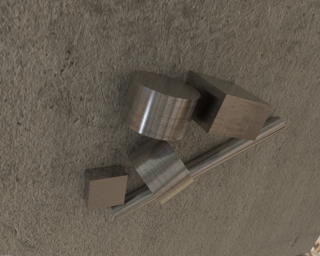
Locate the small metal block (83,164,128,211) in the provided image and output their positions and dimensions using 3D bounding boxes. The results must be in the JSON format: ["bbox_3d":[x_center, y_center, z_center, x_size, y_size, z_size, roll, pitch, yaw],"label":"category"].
[{"bbox_3d":[-0.074,0.080,0.417,0.050,0.025,0.050,-5,121,-27],"label":"small metal block"}]

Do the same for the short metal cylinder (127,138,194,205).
[{"bbox_3d":[0.001,0.053,0.406,0.050,0.080,0.080,-35,129,-5],"label":"short metal cylinder"}]

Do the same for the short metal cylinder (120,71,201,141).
[{"bbox_3d":[0.000,-0.027,0.356,0.081,0.080,0.050,4,116,-31],"label":"short metal cylinder"}]

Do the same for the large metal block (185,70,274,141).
[{"bbox_3d":[0.081,-0.029,0.399,0.081,0.080,0.050,9,114,-33],"label":"large metal block"}]

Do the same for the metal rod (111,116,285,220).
[{"bbox_3d":[0.066,0.056,0.479,0.302,0.025,0.025,-26,128,-12],"label":"metal rod"}]
